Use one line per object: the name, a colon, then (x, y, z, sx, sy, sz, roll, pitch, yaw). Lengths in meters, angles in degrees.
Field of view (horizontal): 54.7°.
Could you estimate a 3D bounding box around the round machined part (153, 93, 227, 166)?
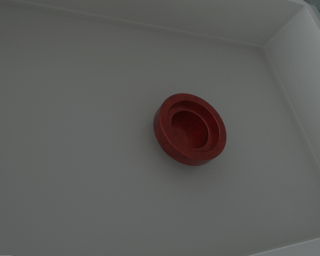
round machined part: (0.036, 0.006, 0.412, 0.099, 0.042, 0.098, 14, 56, -21)
